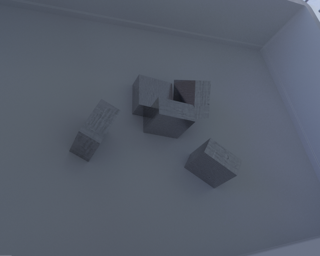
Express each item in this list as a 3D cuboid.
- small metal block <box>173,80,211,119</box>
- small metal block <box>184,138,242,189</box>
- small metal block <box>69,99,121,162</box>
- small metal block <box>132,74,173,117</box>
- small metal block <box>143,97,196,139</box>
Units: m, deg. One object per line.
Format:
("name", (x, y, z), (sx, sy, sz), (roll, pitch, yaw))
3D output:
("small metal block", (0.043, -0.041, 0.426), (0.025, 0.050, 0.050), (-4, 100, -31))
("small metal block", (0.068, 0.047, 0.400), (0.050, 0.050, 0.025), (36, 51, -5))
("small metal block", (-0.073, 0.003, 0.349), (0.025, 0.050, 0.050), (32, 51, -8))
("small metal block", (-0.010, -0.041, 0.427), (0.050, 0.025, 0.050), (12, 57, -22))
("small metal block", (0.011, -0.012, 0.404), (0.050, 0.050, 0.025), (11, 58, -23))
